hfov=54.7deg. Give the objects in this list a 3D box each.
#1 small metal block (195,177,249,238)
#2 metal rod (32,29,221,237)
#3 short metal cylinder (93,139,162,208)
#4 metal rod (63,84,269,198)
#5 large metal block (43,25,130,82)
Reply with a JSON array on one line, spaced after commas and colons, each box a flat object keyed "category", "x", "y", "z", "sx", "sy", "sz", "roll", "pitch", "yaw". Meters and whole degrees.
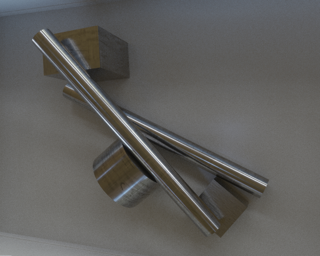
[{"category": "small metal block", "x": 0.073, "y": 0.096, "z": 0.383, "sx": 0.050, "sy": 0.025, "sz": 0.050, "roll": 40, "pitch": 102, "yaw": 15}, {"category": "metal rod", "x": -0.038, "y": 0.005, "z": 0.360, "sx": 0.025, "sy": 0.025, "sz": 0.300, "roll": -42, "pitch": 90, "yaw": 15}, {"category": "short metal cylinder", "x": -0.037, "y": 0.052, "z": 0.391, "sx": 0.050, "sy": 0.080, "sz": 0.080, "roll": -42, "pitch": 77, "yaw": 15}, {"category": "metal rod", "x": -0.005, "y": 0.008, "z": 0.410, "sx": 0.301, "sy": 0.025, "sz": 0.025, "roll": 26, "pitch": 99, "yaw": 17}, {"category": "large metal block", "x": -0.096, "y": -0.093, "z": 0.413, "sx": 0.080, "sy": 0.080, "sz": 0.050, "roll": -4, "pitch": 89, "yaw": 19}]
